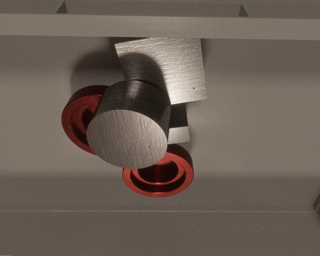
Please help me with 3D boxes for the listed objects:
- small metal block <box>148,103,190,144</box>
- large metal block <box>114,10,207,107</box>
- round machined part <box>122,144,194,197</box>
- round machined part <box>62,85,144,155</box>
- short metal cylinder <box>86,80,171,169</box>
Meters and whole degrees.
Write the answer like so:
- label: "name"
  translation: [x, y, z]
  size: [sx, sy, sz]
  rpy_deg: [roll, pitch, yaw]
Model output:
- label: "small metal block"
  translation: [0.009, -0.006, 0.388]
  size: [0.050, 0.050, 0.025]
  rpy_deg: [-7, 130, 5]
- label: "large metal block"
  translation: [0.004, -0.071, 0.332]
  size: [0.080, 0.050, 0.080]
  rpy_deg: [-8, 130, 6]
- label: "round machined part"
  translation: [-0.003, 0.053, 0.443]
  size: [0.099, 0.042, 0.097]
  rpy_deg: [-1, 130, 0]
- label: "round machined part"
  translation: [-0.066, -0.012, 0.382]
  size: [0.099, 0.042, 0.097]
  rpy_deg: [4, 131, 5]
- label: "short metal cylinder"
  translation: [-0.030, -0.003, 0.324]
  size: [0.080, 0.050, 0.079]
  rpy_deg: [4, 131, 5]
